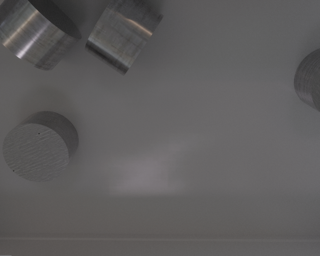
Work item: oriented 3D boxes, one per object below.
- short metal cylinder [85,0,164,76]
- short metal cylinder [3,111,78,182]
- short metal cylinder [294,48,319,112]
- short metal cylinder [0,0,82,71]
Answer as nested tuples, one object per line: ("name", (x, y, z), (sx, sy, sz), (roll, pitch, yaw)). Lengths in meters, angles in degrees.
("short metal cylinder", (-0.039, -0.105, 0.343), (0.050, 0.080, 0.080), (33, 107, -12))
("short metal cylinder", (-0.153, 0.023, 0.405), (0.081, 0.050, 0.079), (0, 110, 0))
("short metal cylinder", (0.215, -0.056, 0.379), (0.081, 0.050, 0.079), (0, 110, 0))
("short metal cylinder", (-0.135, -0.110, 0.340), (0.050, 0.080, 0.080), (-42, 105, 14))
